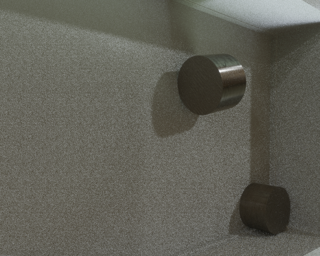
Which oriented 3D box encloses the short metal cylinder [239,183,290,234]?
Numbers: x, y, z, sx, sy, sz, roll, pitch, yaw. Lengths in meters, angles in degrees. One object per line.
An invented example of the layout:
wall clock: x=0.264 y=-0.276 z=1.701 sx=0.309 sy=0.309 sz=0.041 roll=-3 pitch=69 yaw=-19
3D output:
short metal cylinder: x=0.185 y=0.140 z=0.546 sx=0.081 sy=0.050 sz=0.080 roll=0 pitch=90 yaw=-40

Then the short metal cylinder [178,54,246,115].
short metal cylinder: x=0.071 y=-0.061 z=0.430 sx=0.050 sy=0.080 sz=0.079 roll=-15 pitch=100 yaw=-39
